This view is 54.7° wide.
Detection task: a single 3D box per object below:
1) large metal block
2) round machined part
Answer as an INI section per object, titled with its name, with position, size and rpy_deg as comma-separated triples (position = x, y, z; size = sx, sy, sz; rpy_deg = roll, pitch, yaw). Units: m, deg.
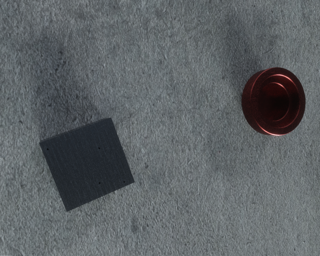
[large metal block]
position = -0.086, 0.039, 0.364
size = 0.081, 0.050, 0.080
rpy_deg = -21, 97, -19
[round machined part]
position = 0.163, -0.038, 0.460
size = 0.099, 0.042, 0.097
rpy_deg = 0, 90, -20
